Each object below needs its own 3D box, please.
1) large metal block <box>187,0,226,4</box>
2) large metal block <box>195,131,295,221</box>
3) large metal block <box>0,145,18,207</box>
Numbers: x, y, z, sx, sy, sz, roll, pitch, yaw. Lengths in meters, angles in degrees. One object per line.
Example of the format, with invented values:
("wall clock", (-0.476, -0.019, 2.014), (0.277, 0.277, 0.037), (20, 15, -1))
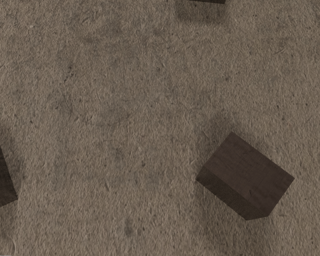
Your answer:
("large metal block", (0.069, -0.248, 0.487), (0.080, 0.050, 0.080), (7, 70, 2))
("large metal block", (0.092, 0.059, 0.359), (0.080, 0.080, 0.050), (38, 74, 12))
("large metal block", (-0.231, 0.063, 0.369), (0.080, 0.050, 0.080), (-25, 72, -9))
